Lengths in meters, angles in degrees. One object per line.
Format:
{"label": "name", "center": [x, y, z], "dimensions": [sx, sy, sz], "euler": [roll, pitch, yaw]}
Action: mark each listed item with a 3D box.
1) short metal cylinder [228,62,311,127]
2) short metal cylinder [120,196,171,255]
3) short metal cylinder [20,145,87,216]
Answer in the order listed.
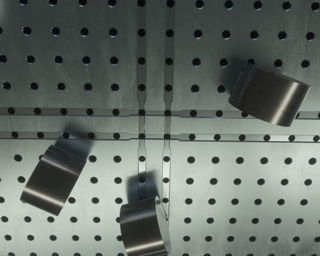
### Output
{"label": "short metal cylinder", "center": [0.129, -0.041, 0.371], "dimensions": [0.080, 0.080, 0.050], "euler": [17, 109, -7]}
{"label": "short metal cylinder", "center": [-0.019, 0.141, 0.436], "dimensions": [0.050, 0.080, 0.080], "euler": [-15, 110, 5]}
{"label": "short metal cylinder", "center": [-0.138, 0.068, 0.407], "dimensions": [0.050, 0.080, 0.080], "euler": [28, 108, -10]}
